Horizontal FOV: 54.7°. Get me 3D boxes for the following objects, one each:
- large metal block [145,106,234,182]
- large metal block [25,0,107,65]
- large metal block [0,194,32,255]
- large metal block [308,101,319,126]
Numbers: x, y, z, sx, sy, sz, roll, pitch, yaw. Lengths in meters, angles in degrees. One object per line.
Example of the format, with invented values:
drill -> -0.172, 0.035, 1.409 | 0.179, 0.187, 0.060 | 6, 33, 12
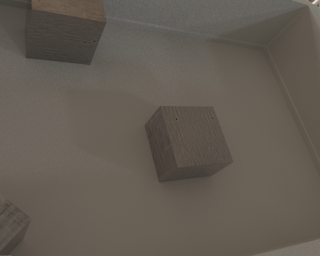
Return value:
large metal block -> 0.035, 0.019, 0.396 | 0.081, 0.050, 0.080 | -1, 63, -29
large metal block -> -0.120, -0.127, 0.383 | 0.081, 0.080, 0.050 | 1, 62, -28
large metal block -> -0.150, 0.094, 0.232 | 0.050, 0.080, 0.080 | 40, 51, -2
large metal block -> 0.347, -0.027, 0.595 | 0.081, 0.050, 0.080 | -33, 81, -38
